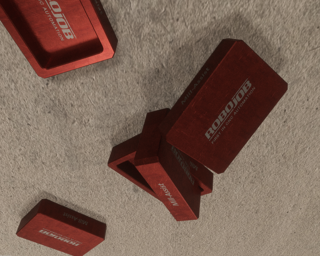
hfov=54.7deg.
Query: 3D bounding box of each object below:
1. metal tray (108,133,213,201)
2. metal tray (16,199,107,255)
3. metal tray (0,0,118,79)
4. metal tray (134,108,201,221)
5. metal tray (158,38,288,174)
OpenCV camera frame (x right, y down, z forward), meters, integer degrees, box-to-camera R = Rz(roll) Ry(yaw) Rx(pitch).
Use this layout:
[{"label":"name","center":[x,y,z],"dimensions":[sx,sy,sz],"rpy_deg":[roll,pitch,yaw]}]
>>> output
[{"label":"metal tray","center":[0.003,0.060,0.443],"dimensions":[0.090,0.030,0.130],"rpy_deg":[-27,127,35]},{"label":"metal tray","center":[-0.175,0.184,0.558],"dimensions":[0.130,0.030,0.090],"rpy_deg":[33,123,-25]},{"label":"metal tray","center":[-0.108,-0.119,0.300],"dimensions":[0.090,0.030,0.129],"rpy_deg":[-14,129,11]},{"label":"metal tray","center":[0.017,0.050,0.404],"dimensions":[0.030,0.090,0.130],"rpy_deg":[-13,130,23]},{"label":"metal tray","center":[0.071,-0.022,0.350],"dimensions":[0.090,0.030,0.130],"rpy_deg":[34,96,-26]}]
